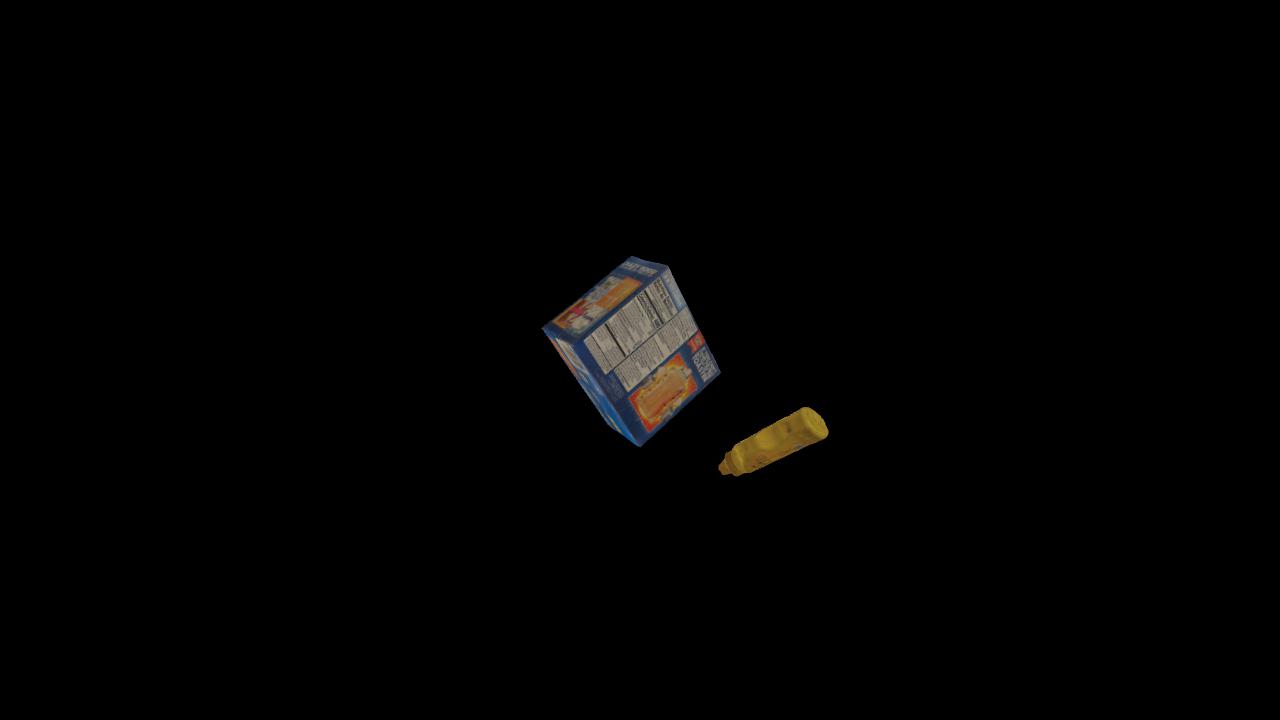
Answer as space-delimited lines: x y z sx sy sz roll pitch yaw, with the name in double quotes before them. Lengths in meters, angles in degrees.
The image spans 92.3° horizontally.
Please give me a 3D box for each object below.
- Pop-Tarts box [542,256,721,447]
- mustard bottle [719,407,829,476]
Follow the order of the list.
"Pop-Tarts box" -0.006 -0.010 0.719 0.141 0.167 0.083 -41 36 -15
"mustard bottle" 0.203 0.140 0.984 0.184 0.054 0.092 -33 -24 27
